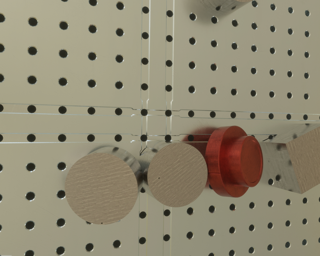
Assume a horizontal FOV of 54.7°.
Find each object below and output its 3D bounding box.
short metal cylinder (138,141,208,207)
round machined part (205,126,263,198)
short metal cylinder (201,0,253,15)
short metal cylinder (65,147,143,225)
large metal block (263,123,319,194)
[{"bbox_3d":[0.014,0.058,0.405,0.081,0.050,0.079,0,90,-20],"label":"short metal cylinder"},{"bbox_3d":[0.106,0.045,0.421,0.099,0.042,0.097,7,81,-48],"label":"round machined part"},{"bbox_3d":[0.099,-0.208,0.435,0.081,0.050,0.079,0,90,-20],"label":"short metal cylinder"},{"bbox_3d":[-0.063,0.065,0.362,0.080,0.050,0.079,0,94,3],"label":"short metal cylinder"},{"bbox_3d":[0.218,0.044,0.480,0.081,0.050,0.080,-23,98,-19],"label":"large metal block"}]
